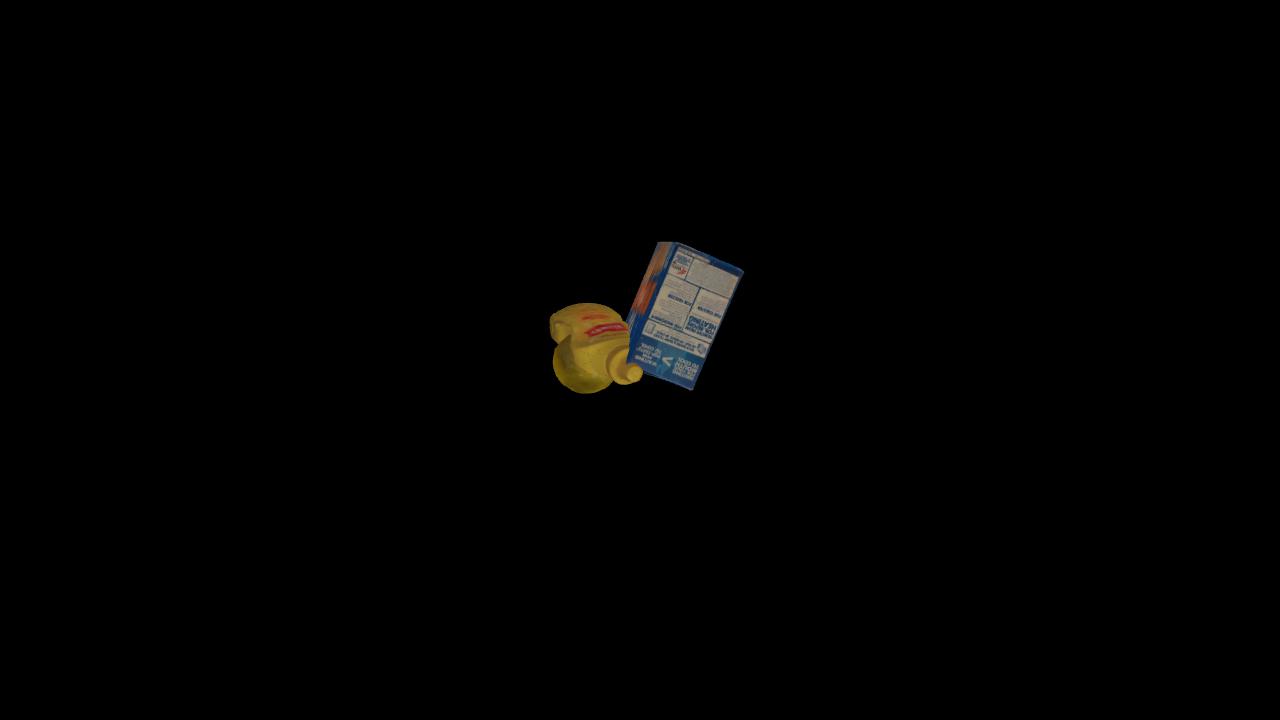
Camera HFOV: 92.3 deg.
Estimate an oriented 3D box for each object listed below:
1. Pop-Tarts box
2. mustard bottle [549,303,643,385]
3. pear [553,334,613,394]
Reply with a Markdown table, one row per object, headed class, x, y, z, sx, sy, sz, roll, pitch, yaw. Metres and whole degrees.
| class | x | y | z | sx | sy | sz | roll | pitch | yaw |
| --- | --- | --- | --- | --- | --- | --- | --- | --- | --- |
| Pop-Tarts box | 0.039 | -0.059 | 0.720 | 0.083 | 0.141 | 0.167 | 21 | 9 | -8 |
| mustard bottle | -0.040 | -0.016 | 0.719 | 0.092 | 0.054 | 0.184 | -2 | 22 | -24 |
| pear | -0.063 | -0.018 | 0.739 | 0.080 | 0.111 | 0.080 | -1 | -27 | -1 |
